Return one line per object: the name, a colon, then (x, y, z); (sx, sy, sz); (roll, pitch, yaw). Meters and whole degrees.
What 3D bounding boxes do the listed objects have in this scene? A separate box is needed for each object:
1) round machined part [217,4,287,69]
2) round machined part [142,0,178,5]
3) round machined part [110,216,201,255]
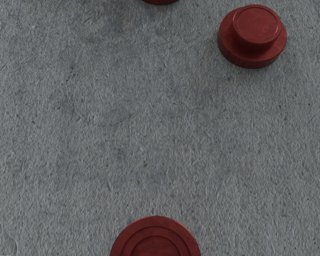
round machined part: (0.136, -0.139, 0.451); (0.099, 0.042, 0.098); (0, 70, 0)
round machined part: (0.000, -0.248, 0.489); (0.099, 0.042, 0.098); (0, 70, 0)
round machined part: (-0.005, 0.149, 0.344); (0.099, 0.042, 0.098); (0, 70, 0)
